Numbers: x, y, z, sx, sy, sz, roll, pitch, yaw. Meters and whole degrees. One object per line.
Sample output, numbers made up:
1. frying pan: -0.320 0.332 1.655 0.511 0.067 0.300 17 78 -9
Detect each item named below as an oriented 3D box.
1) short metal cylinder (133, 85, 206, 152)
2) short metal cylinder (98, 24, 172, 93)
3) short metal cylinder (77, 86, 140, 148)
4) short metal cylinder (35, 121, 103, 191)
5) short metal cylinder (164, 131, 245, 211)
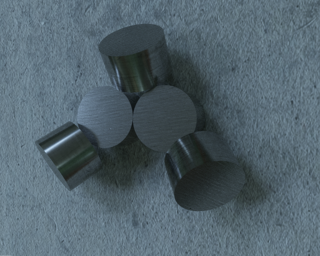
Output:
1. short metal cylinder: 0.013 -0.011 0.392 0.080 0.050 0.080 0 90 20
2. short metal cylinder: -0.029 -0.088 0.385 0.080 0.080 0.050 2 133 20
3. short metal cylinder: -0.063 -0.014 0.419 0.080 0.050 0.080 0 90 20
4. short metal cylinder: -0.123 0.038 0.418 0.050 0.080 0.080 -36 75 -24
5. short metal cylinder: 0.050 0.050 0.357 0.080 0.080 0.050 -39 36 16
